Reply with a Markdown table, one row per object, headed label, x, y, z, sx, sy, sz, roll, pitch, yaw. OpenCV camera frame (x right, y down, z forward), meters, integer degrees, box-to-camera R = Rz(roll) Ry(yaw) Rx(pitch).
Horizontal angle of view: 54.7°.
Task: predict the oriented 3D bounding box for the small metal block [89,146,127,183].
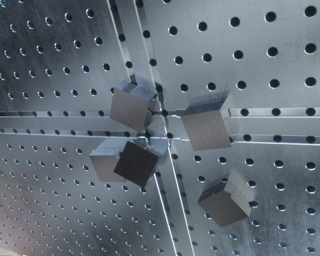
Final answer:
| label | x | y | z | sx | sy | sz | roll | pitch | yaw |
| --- | --- | --- | --- | --- | --- | --- | --- | --- | --- |
| small metal block | -0.076 | 0.057 | 0.485 | 0.050 | 0.025 | 0.050 | -4 | 117 | 30 |

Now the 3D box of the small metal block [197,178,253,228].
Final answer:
| label | x | y | z | sx | sy | sz | roll | pitch | yaw |
| --- | --- | --- | --- | --- | --- | --- | --- | --- | --- |
| small metal block | 0.089 | 0.104 | 0.428 | 0.050 | 0.025 | 0.050 | 47 | 129 | -5 |

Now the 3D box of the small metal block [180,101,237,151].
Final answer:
| label | x | y | z | sx | sy | sz | roll | pitch | yaw |
| --- | --- | --- | --- | --- | --- | --- | --- | --- | --- |
| small metal block | 0.060 | -0.002 | 0.378 | 0.050 | 0.025 | 0.050 | -9 | 114 | 31 |

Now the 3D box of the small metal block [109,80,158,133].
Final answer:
| label | x | y | z | sx | sy | sz | roll | pitch | yaw |
| --- | --- | --- | --- | --- | --- | --- | --- | --- | --- |
| small metal block | -0.036 | -0.029 | 0.411 | 0.050 | 0.025 | 0.050 | 25 | 127 | 12 |

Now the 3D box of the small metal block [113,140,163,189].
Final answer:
| label | x | y | z | sx | sy | sz | roll | pitch | yaw |
| --- | --- | --- | --- | --- | --- | --- | --- | --- | --- |
| small metal block | -0.031 | 0.050 | 0.443 | 0.050 | 0.025 | 0.050 | 27 | 97 | 10 |
